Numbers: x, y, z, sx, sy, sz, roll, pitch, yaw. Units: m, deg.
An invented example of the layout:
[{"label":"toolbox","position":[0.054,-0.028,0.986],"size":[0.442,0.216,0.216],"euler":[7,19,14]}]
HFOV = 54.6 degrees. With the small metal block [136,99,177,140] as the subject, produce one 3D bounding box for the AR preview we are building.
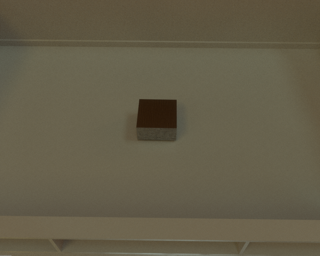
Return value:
[{"label":"small metal block","position":[-0.003,-0.011,0.410],"size":[0.050,0.025,0.050],"euler":[1,50,1]}]
